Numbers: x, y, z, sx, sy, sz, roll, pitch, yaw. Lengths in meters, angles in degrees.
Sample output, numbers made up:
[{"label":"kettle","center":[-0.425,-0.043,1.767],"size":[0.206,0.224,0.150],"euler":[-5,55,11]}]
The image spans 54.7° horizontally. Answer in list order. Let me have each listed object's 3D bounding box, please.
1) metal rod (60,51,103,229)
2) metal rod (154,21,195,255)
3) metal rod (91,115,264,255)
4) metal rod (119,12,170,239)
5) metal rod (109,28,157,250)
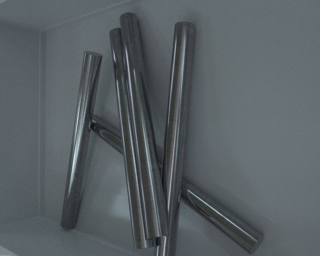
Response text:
[{"label":"metal rod","center":[-0.125,0.032,0.480],"size":[0.025,0.025,0.298],"euler":[31,117,35]},{"label":"metal rod","center":[0.017,0.022,0.366],"size":[0.025,0.025,0.298],"euler":[1,83,39]},{"label":"metal rod","center":[-0.003,0.056,0.407],"size":[0.300,0.025,0.025],"euler":[32,110,35]},{"label":"metal rod","center":[-0.024,-0.020,0.385],"size":[0.025,0.025,0.299],"euler":[-27,61,36]},{"label":"metal rod","center":[-0.039,-0.003,0.400],"size":[0.025,0.025,0.299],"euler":[-27,62,36]}]
